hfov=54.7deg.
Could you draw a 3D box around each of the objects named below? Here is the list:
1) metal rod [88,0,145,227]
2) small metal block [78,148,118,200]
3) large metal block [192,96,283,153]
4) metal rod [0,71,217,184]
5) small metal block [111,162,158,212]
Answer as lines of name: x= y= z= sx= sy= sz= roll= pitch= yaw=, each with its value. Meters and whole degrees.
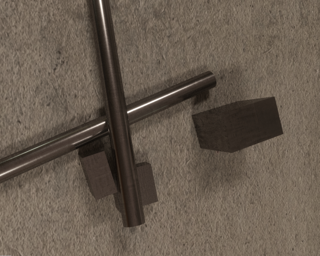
metal rod: x=-0.054 y=-0.037 z=0.366 sx=0.025 sy=0.025 sz=0.298 roll=-8 pitch=84 yaw=-20
small metal block: x=-0.075 y=0.053 z=0.369 sx=0.025 sy=0.050 sz=0.050 roll=-19 pitch=97 yaw=-19
large metal block: x=0.102 y=-0.005 z=0.419 sx=0.081 sy=0.080 sz=0.050 roll=-17 pitch=96 yaw=-20
metal rod: x=-0.058 y=-0.008 z=0.388 sx=0.302 sy=0.025 sz=0.025 roll=-25 pitch=99 yaw=-19
small metal block: x=-0.034 y=0.075 z=0.397 sx=0.050 sy=0.025 sz=0.050 roll=-12 pitch=94 yaw=-20
